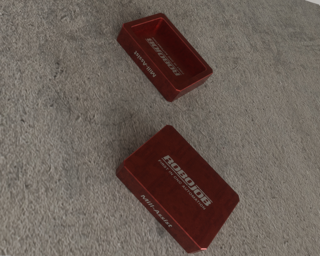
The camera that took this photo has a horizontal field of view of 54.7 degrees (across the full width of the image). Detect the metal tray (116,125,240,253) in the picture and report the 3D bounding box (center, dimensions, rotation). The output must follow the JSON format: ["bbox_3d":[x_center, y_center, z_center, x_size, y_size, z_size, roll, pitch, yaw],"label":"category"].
[{"bbox_3d":[0.023,0.069,0.371,0.130,0.030,0.091,47,51,4],"label":"metal tray"}]

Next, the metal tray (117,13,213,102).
[{"bbox_3d":[0.009,-0.111,0.472,0.091,0.030,0.130,-33,80,-38],"label":"metal tray"}]
